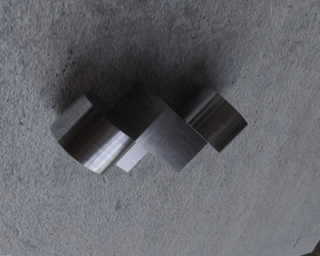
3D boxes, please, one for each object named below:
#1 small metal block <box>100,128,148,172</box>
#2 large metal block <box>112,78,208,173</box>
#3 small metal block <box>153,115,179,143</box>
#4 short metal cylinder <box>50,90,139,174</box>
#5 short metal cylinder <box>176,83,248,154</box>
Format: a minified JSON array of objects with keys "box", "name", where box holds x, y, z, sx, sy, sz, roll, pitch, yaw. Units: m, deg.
[{"box":[-0.045,0.022,0.398,0.050,0.025,0.050,-46,129,4],"name":"small metal block"},{"box":[-0.002,-0.004,0.371,0.050,0.080,0.080,-47,130,4],"name":"large metal block"},{"box":[0.026,0.016,0.433,0.050,0.025,0.050,-46,129,4],"name":"small metal block"},{"box":[-0.070,0.004,0.337,0.050,0.080,0.080,-46,129,4],"name":"short metal cylinder"},{"box":[0.066,-0.012,0.402,0.050,0.080,0.080,-46,129,4],"name":"short metal cylinder"}]
